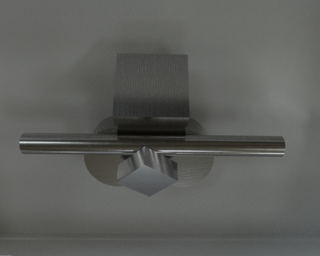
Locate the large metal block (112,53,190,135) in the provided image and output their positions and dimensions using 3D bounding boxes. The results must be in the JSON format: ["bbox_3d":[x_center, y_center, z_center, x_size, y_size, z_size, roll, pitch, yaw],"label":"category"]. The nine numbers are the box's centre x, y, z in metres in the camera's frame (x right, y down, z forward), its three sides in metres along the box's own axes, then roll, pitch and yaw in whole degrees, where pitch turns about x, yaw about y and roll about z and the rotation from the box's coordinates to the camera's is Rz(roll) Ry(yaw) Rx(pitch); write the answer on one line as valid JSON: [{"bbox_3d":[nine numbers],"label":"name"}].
[{"bbox_3d":[-0.009,-0.038,0.360,0.081,0.050,0.080,1,67,-1],"label":"large metal block"}]

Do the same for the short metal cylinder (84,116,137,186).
[{"bbox_3d":[-0.054,0.029,0.407,0.081,0.050,0.079,0,110,-1],"label":"short metal cylinder"}]

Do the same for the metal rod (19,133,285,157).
[{"bbox_3d":[-0.008,0.020,0.364,0.302,0.025,0.025,1,110,-1],"label":"metal rod"}]

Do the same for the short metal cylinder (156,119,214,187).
[{"bbox_3d":[0.027,0.030,0.408,0.081,0.050,0.079,0,110,-1],"label":"short metal cylinder"}]

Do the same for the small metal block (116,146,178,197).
[{"bbox_3d":[-0.015,0.053,0.364,0.050,0.025,0.050,30,130,-30],"label":"small metal block"}]
